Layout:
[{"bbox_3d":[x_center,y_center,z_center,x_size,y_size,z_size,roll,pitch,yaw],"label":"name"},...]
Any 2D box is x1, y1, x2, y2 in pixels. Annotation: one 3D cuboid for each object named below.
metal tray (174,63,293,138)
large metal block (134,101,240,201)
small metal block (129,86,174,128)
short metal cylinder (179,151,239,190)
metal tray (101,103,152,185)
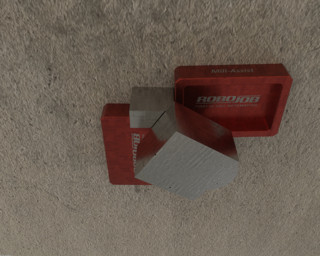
[{"bbox_3d":[0.083,-0.031,0.380,0.131,0.030,0.089,-1,130,1],"label":"metal tray"},{"bbox_3d":[0.028,0.029,0.350,0.080,0.050,0.080,26,126,-21],"label":"large metal block"},{"bbox_3d":[-0.009,-0.026,0.371,0.050,0.050,0.025,1,130,-1],"label":"small metal block"},{"bbox_3d":[0.063,0.041,0.427,0.080,0.050,0.079,0,130,0],"label":"short metal cylinder"},{"bbox_3d":[-0.028,0.026,0.429,0.091,0.030,0.129,1,130,-1],"label":"metal tray"}]
